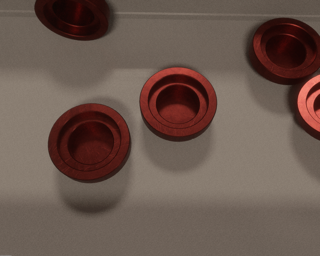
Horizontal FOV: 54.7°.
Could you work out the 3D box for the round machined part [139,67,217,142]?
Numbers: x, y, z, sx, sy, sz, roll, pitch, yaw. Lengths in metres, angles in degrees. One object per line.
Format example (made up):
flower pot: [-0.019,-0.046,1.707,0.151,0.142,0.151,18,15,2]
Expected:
round machined part: [0.023,-0.028,0.411,0.099,0.042,0.098,0,70,-1]

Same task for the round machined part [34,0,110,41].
round machined part: [-0.118,-0.168,0.431,0.099,0.098,0.042,5,71,1]

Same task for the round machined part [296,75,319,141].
round machined part: [0.229,-0.022,0.402,0.098,0.042,0.098,-7,61,14]

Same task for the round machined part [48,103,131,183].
round machined part: [-0.085,0.022,0.392,0.099,0.042,0.098,0,70,-1]

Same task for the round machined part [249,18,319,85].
round machined part: [0.175,-0.104,0.441,0.099,0.042,0.098,0,70,-1]
